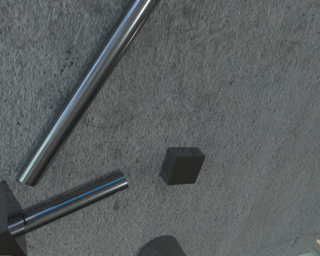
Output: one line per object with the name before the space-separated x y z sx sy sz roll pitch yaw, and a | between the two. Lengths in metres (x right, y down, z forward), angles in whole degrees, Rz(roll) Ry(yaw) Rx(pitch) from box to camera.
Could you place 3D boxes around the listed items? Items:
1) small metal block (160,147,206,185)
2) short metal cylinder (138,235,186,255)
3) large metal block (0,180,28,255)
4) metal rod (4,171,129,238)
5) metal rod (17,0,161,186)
small metal block | 0.034 0.057 0.462 0.050 0.025 0.050 2 117 -30
short metal cylinder | 0.006 0.236 0.543 0.081 0.050 0.079 -14 125 -21
large metal block | -0.197 0.114 0.335 0.081 0.080 0.050 -21 127 -16
metal rod | -0.183 0.126 0.385 0.302 0.025 0.025 -22 127 -16
metal rod | -0.067 -0.060 0.334 0.025 0.025 0.299 28 103 -38
